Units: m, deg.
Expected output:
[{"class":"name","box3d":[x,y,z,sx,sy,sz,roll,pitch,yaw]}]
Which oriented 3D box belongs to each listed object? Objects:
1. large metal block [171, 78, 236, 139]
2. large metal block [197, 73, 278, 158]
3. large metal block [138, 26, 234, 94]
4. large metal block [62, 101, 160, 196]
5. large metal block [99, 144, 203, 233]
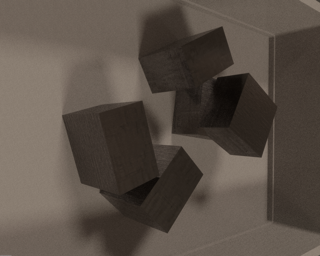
[{"class":"large metal block","box3d":[0.067,-0.026,0.449,0.081,0.050,0.080,10,84,-40]},{"class":"large metal block","box3d":[0.107,-0.015,0.417,0.080,0.050,0.080,37,67,-34]},{"class":"large metal block","box3d":[0.034,-0.087,0.401,0.081,0.080,0.050,-34,111,-35]},{"class":"large metal block","box3d":[-0.053,0.018,0.328,0.050,0.080,0.079,-21,104,-38]},{"class":"large metal block","box3d":[-0.010,0.066,0.364,0.050,0.080,0.080,52,59,-28]}]
